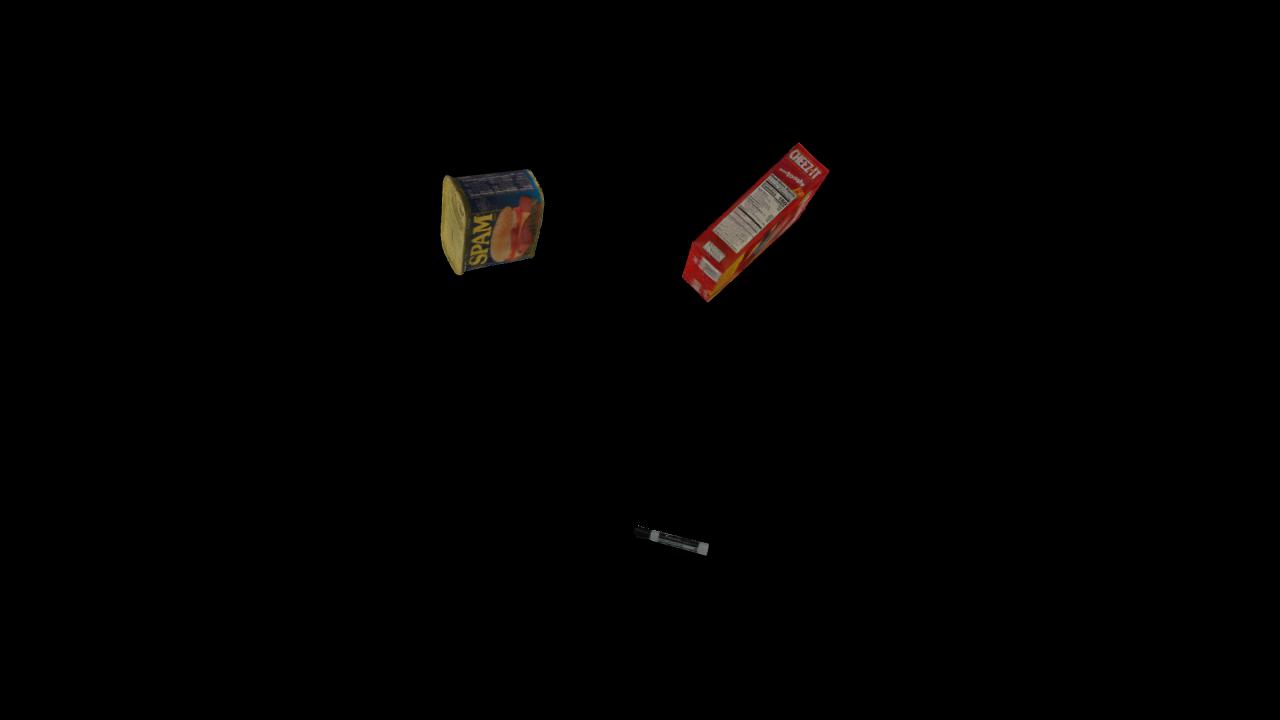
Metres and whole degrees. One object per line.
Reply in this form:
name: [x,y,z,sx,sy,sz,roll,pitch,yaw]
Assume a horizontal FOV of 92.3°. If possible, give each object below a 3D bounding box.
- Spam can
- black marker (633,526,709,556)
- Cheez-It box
Spam can: [-0.150,-0.141,0.624,0.085,0.058,0.101,-18,-26,-30]
black marker: [0.048,0.285,0.972,0.121,0.020,0.020,11,2,12]
Cheez-It box: [0.169,-0.201,0.934,0.223,0.071,0.166,-43,-6,-7]
